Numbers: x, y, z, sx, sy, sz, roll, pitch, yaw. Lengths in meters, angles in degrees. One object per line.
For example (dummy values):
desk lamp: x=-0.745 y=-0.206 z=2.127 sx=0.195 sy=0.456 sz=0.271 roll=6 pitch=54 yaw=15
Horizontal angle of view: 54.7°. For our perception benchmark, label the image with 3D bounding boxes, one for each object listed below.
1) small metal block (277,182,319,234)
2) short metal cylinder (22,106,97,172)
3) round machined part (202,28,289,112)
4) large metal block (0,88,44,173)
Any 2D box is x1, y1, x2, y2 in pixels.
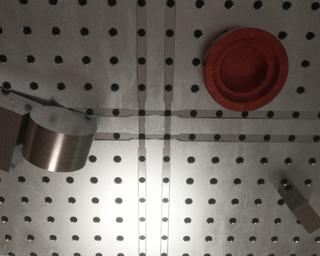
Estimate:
small metal block: x=0.202 y=0.114 z=0.445 sx=0.025 sy=0.050 sz=0.050 roll=-38 pitch=106 yaw=12
short metal cylinder: x=-0.125 y=0.012 z=0.387 sx=0.080 sy=0.080 sz=0.050 roll=18 pitch=109 yaw=-7
round machined part: x=0.100 y=-0.072 z=0.379 sx=0.099 sy=0.042 sz=0.097 roll=0 pitch=110 yaw=-1
large metal block: x=-0.206 y=-0.002 z=0.391 sx=0.080 sy=0.050 sz=0.079 roll=22 pitch=109 yaw=-1
